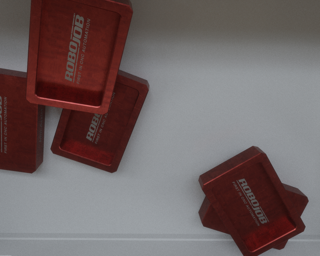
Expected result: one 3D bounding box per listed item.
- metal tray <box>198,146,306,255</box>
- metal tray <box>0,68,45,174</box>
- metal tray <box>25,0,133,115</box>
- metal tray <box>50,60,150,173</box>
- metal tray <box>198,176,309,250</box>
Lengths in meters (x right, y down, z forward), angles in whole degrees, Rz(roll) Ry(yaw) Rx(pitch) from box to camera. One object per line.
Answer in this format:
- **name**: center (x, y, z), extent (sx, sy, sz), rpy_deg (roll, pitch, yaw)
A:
- **metal tray**: center (0.122, 0.100, 0.411), extent (0.090, 0.030, 0.130), rpy_deg (-31, 104, 5)
- **metal tray**: center (-0.201, -0.010, 0.402), extent (0.091, 0.030, 0.129), rpy_deg (9, 110, -4)
- **metal tray**: center (-0.088, -0.080, 0.326), extent (0.091, 0.030, 0.129), rpy_deg (9, 126, -17)
- **metal tray**: center (-0.078, -0.014, 0.402), extent (0.091, 0.030, 0.129), rpy_deg (20, 109, -8)
- **metal tray**: center (0.133, 0.114, 0.447), extent (0.131, 0.030, 0.089), rpy_deg (19, 102, -8)
